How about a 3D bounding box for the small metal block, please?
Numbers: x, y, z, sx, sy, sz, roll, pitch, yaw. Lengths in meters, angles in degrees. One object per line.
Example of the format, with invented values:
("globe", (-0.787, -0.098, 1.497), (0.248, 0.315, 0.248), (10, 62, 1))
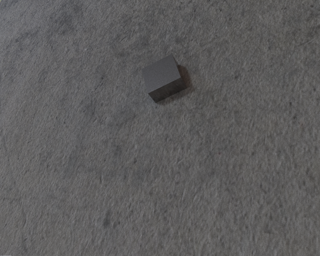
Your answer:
("small metal block", (0.005, -0.071, 0.443), (0.050, 0.025, 0.050), (-25, 53, 12))
